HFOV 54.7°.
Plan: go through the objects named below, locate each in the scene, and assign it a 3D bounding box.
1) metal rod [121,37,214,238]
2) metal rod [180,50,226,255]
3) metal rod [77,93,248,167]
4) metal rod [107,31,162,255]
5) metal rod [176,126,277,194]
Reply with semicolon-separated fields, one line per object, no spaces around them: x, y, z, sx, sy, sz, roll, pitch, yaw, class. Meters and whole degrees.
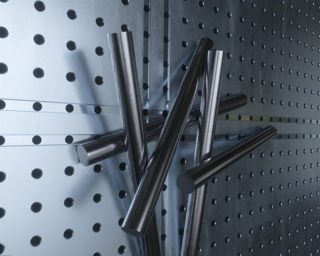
0.022;-0.012;0.389;0.025;0.025;0.300;46;50;-31;metal rod
0.060;0.043;0.437;0.025;0.025;0.298;4;95;-40;metal rod
0.027;-0.009;0.433;0.302;0.025;0.025;-20;103;-39;metal rod
-0.024;0.043;0.361;0.025;0.025;0.298;-21;112;-38;metal rod
0.120;0.036;0.473;0.302;0.025;0.025;-17;102;-51;metal rod
